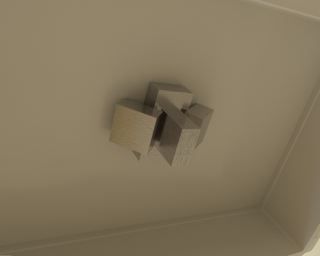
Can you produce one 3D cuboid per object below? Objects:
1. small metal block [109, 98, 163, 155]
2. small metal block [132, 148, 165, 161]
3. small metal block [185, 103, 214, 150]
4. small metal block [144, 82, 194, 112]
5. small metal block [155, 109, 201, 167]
[{"bbox_3d":[-0.029,-0.002,0.372,0.050,0.025,0.050,20,115,10],"label":"small metal block"},{"bbox_3d":[-0.004,0.016,0.414,0.050,0.025,0.050,3,117,-29],"label":"small metal block"},{"bbox_3d":[0.046,-0.001,0.415,0.050,0.025,0.050,-35,145,-60],"label":"small metal block"},{"bbox_3d":[0.009,-0.028,0.393,0.050,0.025,0.050,2,118,-30],"label":"small metal block"},{"bbox_3d":[0.019,0.011,0.374,0.025,0.050,0.050,0,118,-29],"label":"small metal block"}]
